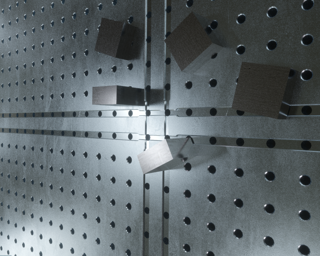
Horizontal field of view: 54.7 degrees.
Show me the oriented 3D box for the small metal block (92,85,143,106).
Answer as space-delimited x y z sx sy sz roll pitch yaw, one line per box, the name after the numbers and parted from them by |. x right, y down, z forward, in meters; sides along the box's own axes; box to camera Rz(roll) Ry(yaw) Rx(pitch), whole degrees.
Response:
-0.060 -0.045 0.440 0.050 0.050 0.025 3 92 39 | small metal block

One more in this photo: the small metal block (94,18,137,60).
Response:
-0.067 -0.133 0.462 0.050 0.025 0.050 26 106 36 | small metal block

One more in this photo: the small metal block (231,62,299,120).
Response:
0.107 -0.039 0.320 0.050 0.025 0.050 18 101 38 | small metal block

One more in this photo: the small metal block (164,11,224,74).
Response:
0.040 -0.102 0.375 0.050 0.025 0.050 -40 66 32 | small metal block

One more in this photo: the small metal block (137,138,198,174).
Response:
0.009 0.034 0.384 0.050 0.050 0.025 -32 71 35 | small metal block
